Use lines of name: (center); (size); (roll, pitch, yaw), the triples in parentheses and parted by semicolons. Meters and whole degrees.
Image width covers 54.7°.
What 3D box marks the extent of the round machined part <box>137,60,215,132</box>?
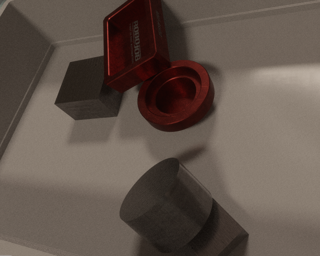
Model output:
round machined part: (0.024, -0.038, 0.404); (0.098, 0.042, 0.098); (-13, 56, 20)

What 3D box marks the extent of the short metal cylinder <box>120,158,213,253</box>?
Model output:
short metal cylinder: (0.006, 0.076, 0.315); (0.080, 0.050, 0.080); (-40, 15, 14)

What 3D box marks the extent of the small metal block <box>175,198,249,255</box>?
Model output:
small metal block: (0.052, 0.104, 0.314); (0.050, 0.025, 0.050); (-44, 51, -3)

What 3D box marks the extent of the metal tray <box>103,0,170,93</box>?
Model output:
metal tray: (-0.037, -0.124, 0.436); (0.090, 0.030, 0.130); (-24, 57, 29)

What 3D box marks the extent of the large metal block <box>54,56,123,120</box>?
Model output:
large metal block: (-0.104, -0.061, 0.480); (0.080, 0.050, 0.080); (-4, 60, 26)
